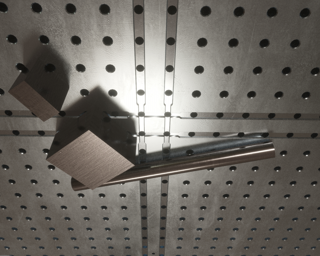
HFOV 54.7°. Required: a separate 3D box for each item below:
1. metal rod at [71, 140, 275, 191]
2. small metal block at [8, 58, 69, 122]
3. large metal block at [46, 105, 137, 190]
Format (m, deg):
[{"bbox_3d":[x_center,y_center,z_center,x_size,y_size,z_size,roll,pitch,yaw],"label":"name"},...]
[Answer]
[{"bbox_3d":[0.014,0.058,0.461,0.301,0.025,0.025,-11,130,8],"label":"metal rod"},{"bbox_3d":[-0.137,-0.044,0.356,0.025,0.050,0.050,-27,125,21],"label":"small metal block"},{"bbox_3d":[-0.089,0.029,0.419,0.080,0.050,0.080,-32,124,24],"label":"large metal block"}]
